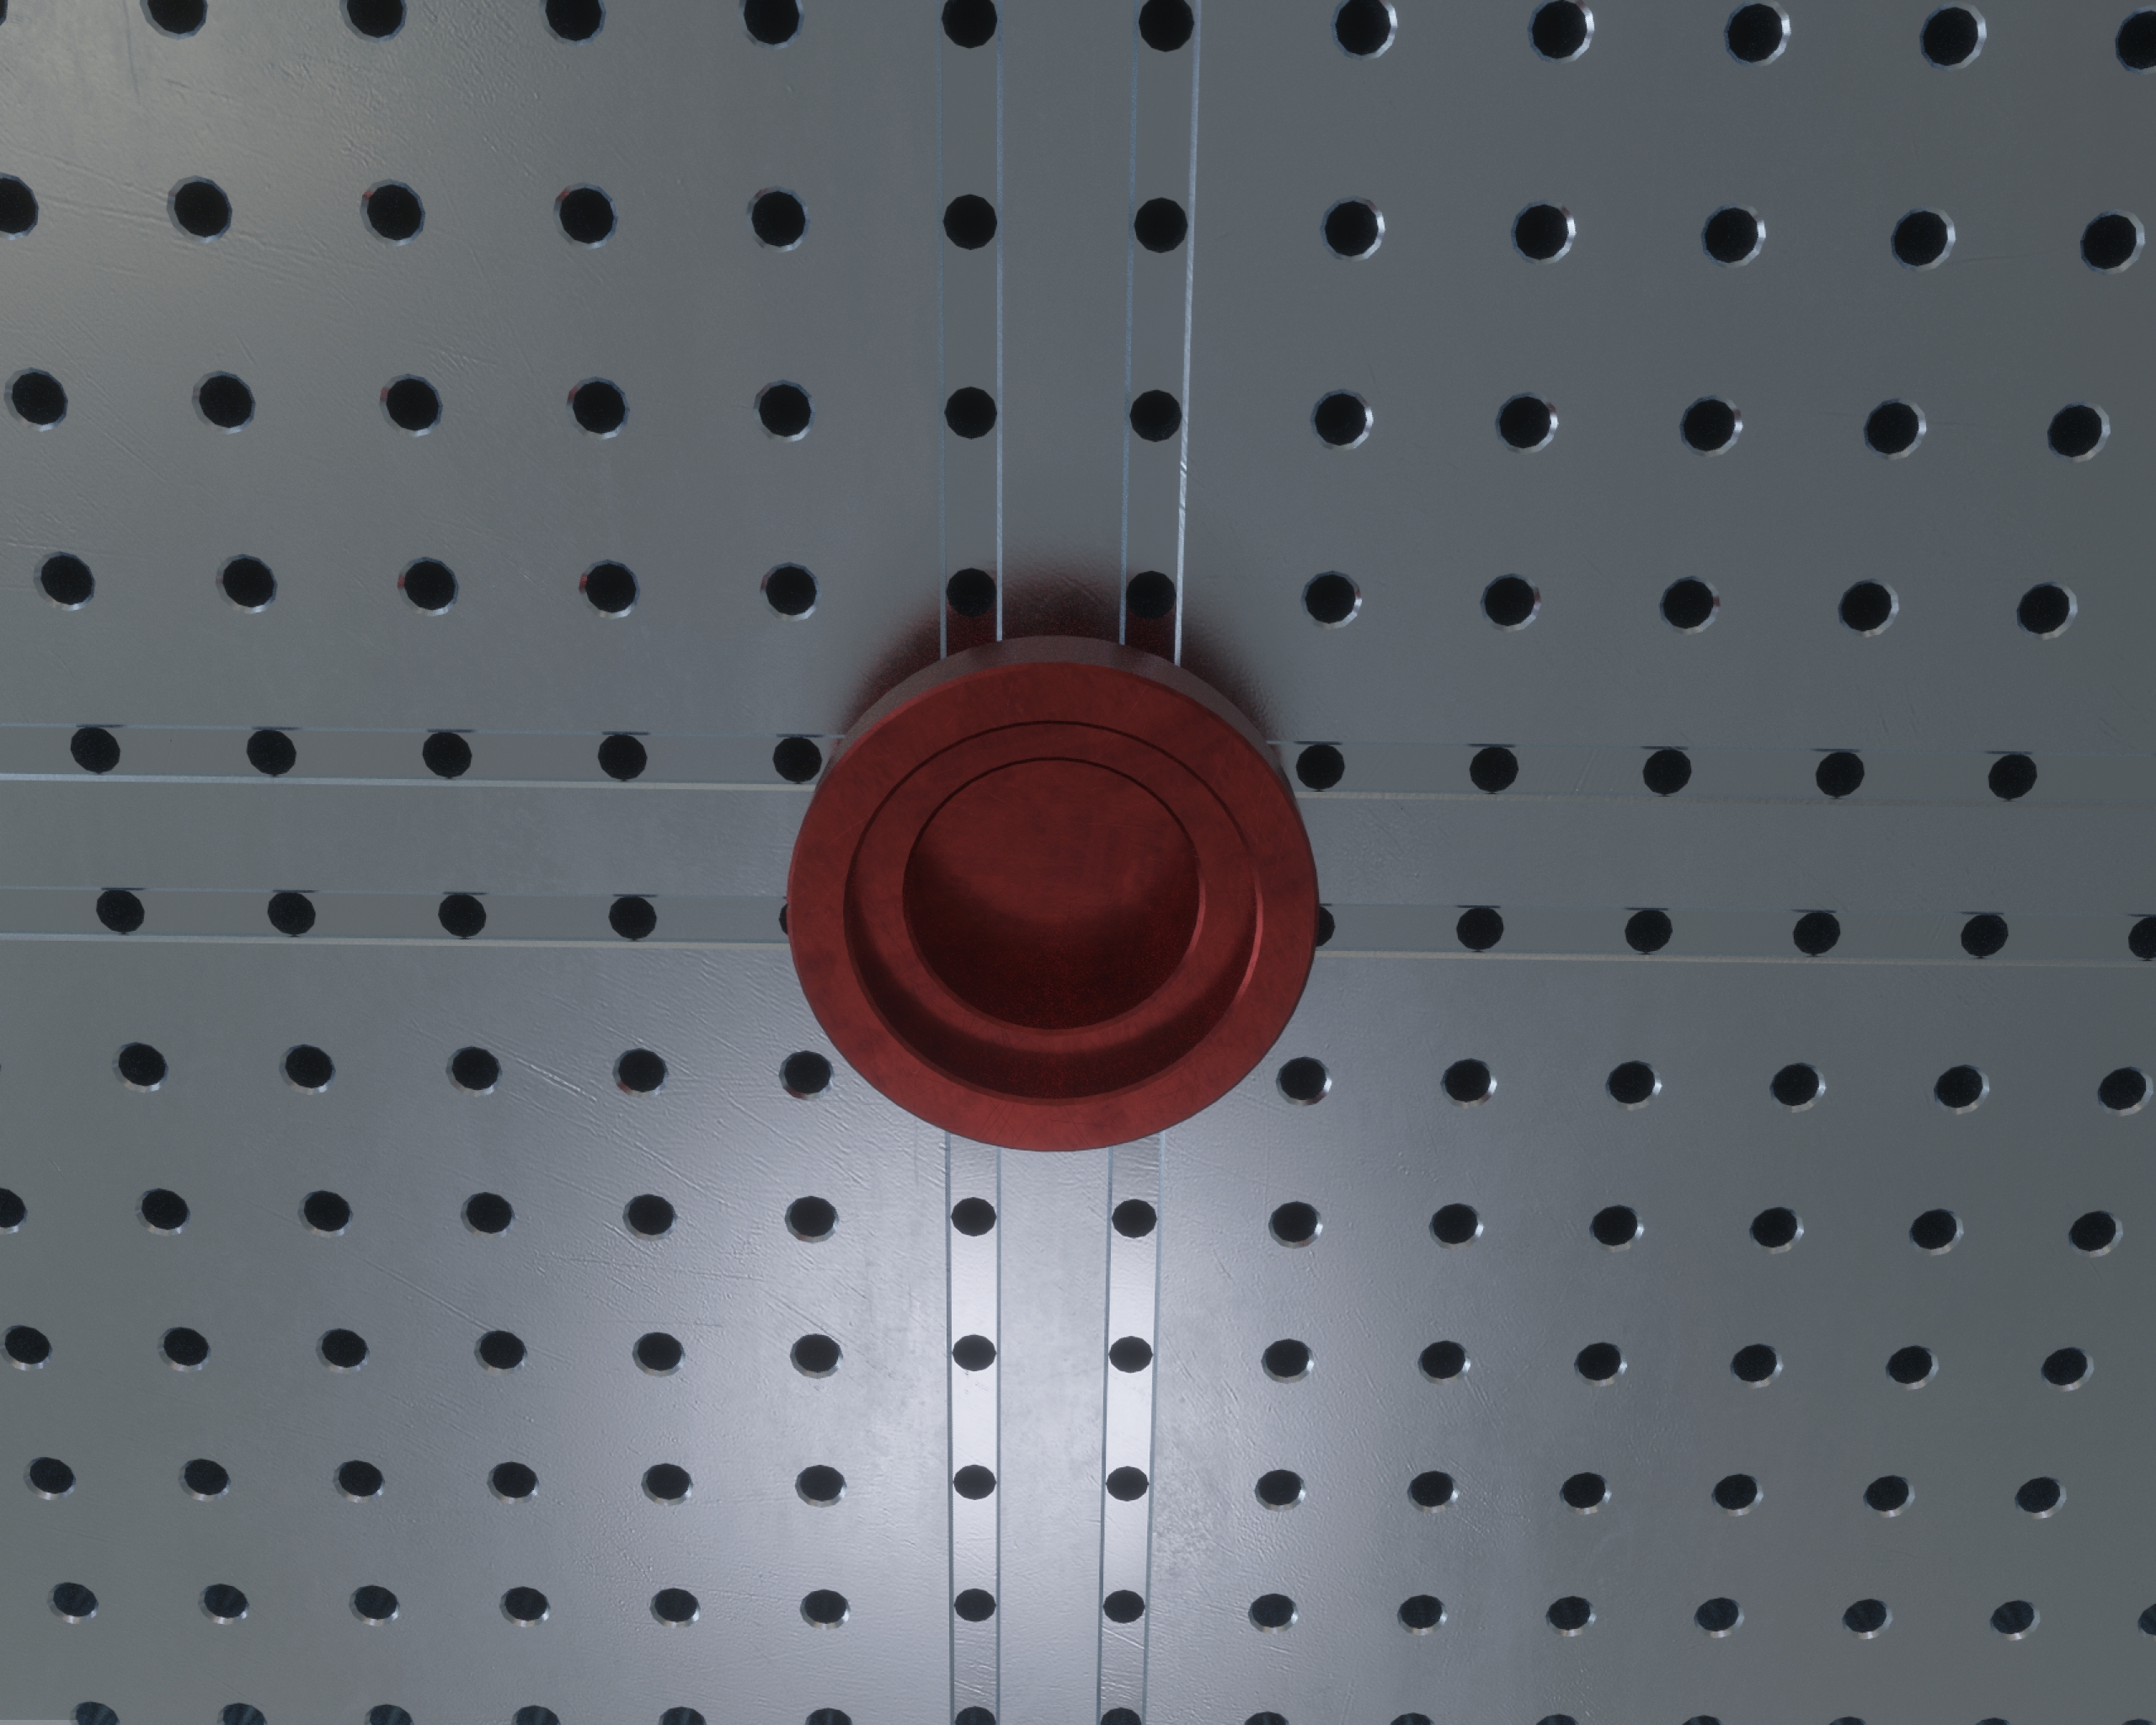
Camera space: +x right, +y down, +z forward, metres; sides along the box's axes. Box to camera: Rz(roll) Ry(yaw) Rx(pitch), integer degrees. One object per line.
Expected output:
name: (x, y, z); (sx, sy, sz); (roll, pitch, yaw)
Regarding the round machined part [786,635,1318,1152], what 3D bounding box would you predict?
round machined part: (-0.005, 0.003, 0.405); (0.099, 0.042, 0.097); (0, 110, 0)
